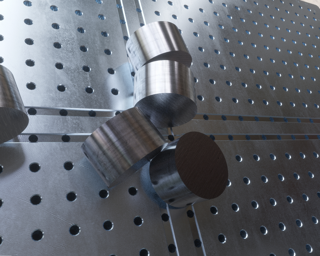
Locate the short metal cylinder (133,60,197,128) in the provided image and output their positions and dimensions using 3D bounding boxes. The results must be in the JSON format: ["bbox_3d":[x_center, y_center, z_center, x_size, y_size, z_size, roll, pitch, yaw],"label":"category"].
[{"bbox_3d":[0.006,-0.042,0.401,0.081,0.080,0.050,12,57,-22],"label":"short metal cylinder"}]

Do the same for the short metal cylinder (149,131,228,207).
[{"bbox_3d":[0.035,0.050,0.371,0.081,0.050,0.080,18,58,-31],"label":"short metal cylinder"}]

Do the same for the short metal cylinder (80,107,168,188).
[{"bbox_3d":[-0.038,0.021,0.339,0.081,0.080,0.050,-31,79,-38],"label":"short metal cylinder"}]

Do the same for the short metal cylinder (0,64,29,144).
[{"bbox_3d":[-0.173,-0.019,0.291,0.081,0.080,0.050,-14,69,-34],"label":"short metal cylinder"}]

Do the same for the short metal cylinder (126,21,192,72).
[{"bbox_3d":[-0.002,-0.102,0.434,0.081,0.080,0.050,-8,66,-32],"label":"short metal cylinder"}]
